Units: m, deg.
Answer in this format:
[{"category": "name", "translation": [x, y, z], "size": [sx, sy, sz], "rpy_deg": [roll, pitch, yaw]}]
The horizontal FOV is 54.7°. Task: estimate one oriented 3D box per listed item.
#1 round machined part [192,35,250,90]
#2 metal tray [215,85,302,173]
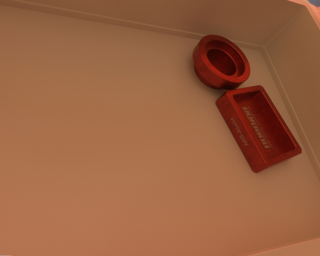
[{"category": "round machined part", "translation": [0.096, -0.103, 0.511], "size": [0.099, 0.042, 0.098], "rpy_deg": [14, 56, -21]}, {"category": "metal tray", "translation": [0.156, -0.003, 0.490], "size": [0.091, 0.030, 0.130], "rpy_deg": [-13, 69, -34]}]
